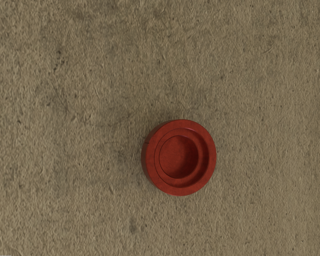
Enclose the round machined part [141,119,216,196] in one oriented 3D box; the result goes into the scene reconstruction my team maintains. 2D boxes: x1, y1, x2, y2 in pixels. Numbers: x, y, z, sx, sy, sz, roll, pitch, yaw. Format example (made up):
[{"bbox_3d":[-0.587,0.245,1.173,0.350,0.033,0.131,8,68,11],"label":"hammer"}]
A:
[{"bbox_3d":[0.021,0.037,0.410,0.099,0.042,0.097,0,90,-21],"label":"round machined part"}]
